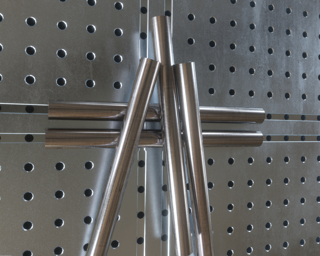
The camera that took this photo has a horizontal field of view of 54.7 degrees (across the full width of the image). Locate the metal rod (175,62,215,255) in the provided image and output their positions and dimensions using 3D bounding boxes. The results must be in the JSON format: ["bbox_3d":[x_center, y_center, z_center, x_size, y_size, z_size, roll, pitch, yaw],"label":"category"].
[{"bbox_3d":[0.050,0.065,0.412,0.025,0.025,0.298,-11,101,-20],"label":"metal rod"}]

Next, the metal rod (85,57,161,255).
[{"bbox_3d":[-0.052,0.063,0.375,0.025,0.025,0.298,15,92,-20],"label":"metal rod"}]

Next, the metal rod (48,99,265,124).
[{"bbox_3d":[0.010,-0.020,0.418,0.303,0.025,0.025,1,90,-21],"label":"metal rod"}]

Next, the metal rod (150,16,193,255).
[{"bbox_3d":[0.015,0.012,0.393,0.025,0.025,0.298,-7,93,-20],"label":"metal rod"}]

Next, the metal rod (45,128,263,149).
[{"bbox_3d":[0.007,0.014,0.417,0.303,0.025,0.025,1,90,-21],"label":"metal rod"}]
